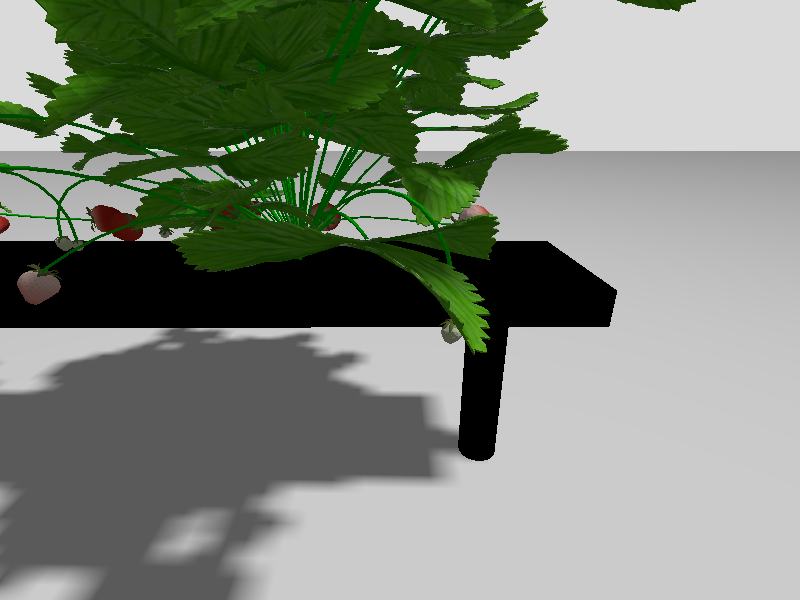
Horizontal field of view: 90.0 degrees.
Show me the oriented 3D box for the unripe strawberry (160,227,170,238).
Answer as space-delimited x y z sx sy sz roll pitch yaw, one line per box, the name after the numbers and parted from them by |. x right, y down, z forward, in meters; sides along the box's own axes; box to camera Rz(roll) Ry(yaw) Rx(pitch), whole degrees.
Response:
-0.256 -0.073 0.436 0.011 0.012 0.010 -42 -3 34 | unripe strawberry

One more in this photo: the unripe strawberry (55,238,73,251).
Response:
-0.287 -0.048 0.342 0.011 0.011 0.011 -2 22 -4 | unripe strawberry

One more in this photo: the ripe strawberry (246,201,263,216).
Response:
-0.198 -0.121 0.537 0.027 0.023 0.027 -12 24 -27 | ripe strawberry

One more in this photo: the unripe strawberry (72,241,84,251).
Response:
-0.299 -0.050 0.372 0.010 0.010 0.009 -1 22 -3 | unripe strawberry

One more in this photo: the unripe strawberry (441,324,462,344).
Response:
0.025 0.016 0.195 0.011 0.010 0.010 -14 26 -31 | unripe strawberry

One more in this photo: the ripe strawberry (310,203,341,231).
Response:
-0.086 -0.097 0.465 0.037 0.033 0.033 1 22 2 | ripe strawberry

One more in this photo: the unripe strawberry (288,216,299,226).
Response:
-0.127 -0.098 0.489 0.020 0.017 0.020 -6 -5 -14 | unripe strawberry

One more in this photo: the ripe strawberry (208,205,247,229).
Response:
-0.196 -0.095 0.448 0.048 0.047 0.045 19 29 40 | ripe strawberry

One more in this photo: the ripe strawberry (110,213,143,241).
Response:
-0.290 -0.076 0.422 0.032 0.031 0.029 -15 15 25 | ripe strawberry

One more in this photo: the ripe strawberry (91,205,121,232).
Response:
-0.334 -0.093 0.459 0.030 0.031 0.027 -11 25 -26 | ripe strawberry

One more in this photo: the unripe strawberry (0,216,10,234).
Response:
-0.448 -0.083 0.438 0.031 0.026 0.031 -19 29 -40 | unripe strawberry

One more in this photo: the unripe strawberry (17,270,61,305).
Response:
-0.239 -0.008 0.264 0.021 0.022 0.024 25 3 -40 | unripe strawberry
